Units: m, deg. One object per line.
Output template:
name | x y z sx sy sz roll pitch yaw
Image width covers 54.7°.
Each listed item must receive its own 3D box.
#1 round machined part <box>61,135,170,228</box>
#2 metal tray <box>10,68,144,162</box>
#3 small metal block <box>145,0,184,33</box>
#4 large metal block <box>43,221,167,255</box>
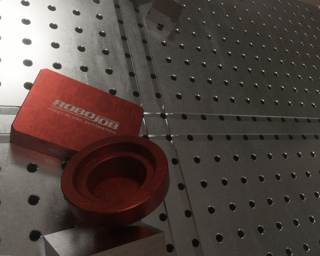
round machined part | -0.039 0.054 0.297 0.099 0.042 0.098 -4 38 4
metal tray | -0.090 -0.006 0.361 0.131 0.030 0.090 21 54 -16
small metal block | 0.008 -0.201 0.537 0.050 0.025 0.050 27 52 -12
large metal block | -0.048 0.116 0.268 0.081 0.080 0.050 -6 90 -31
